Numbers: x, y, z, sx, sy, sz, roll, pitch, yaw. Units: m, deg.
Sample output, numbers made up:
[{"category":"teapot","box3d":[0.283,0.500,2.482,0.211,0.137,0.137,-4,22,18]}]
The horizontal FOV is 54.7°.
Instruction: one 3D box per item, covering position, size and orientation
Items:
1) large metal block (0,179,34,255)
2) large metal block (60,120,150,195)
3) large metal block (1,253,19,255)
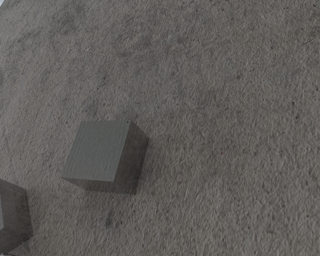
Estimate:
[{"category":"large metal block","box3d":[-0.231,0.131,0.429,0.080,0.050,0.080,-35,51,5]},{"category":"large metal block","box3d":[-0.069,0.037,0.401,0.080,0.050,0.080,-1,61,28]},{"category":"large metal block","box3d":[-0.173,0.206,0.353,0.080,0.050,0.080,32,79,38]}]
